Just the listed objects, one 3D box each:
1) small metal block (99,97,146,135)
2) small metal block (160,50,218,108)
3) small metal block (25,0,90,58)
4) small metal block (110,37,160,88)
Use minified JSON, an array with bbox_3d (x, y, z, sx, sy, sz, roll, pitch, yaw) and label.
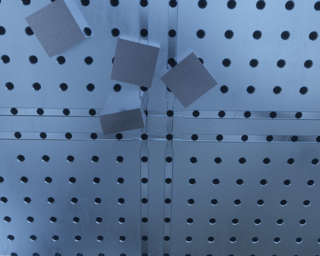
[{"bbox_3d":[-0.046,-0.016,0.394,0.050,0.050,0.025,-11,110,4],"label":"small metal block"},{"bbox_3d":[0.036,-0.062,0.391,0.050,0.025,0.050,-37,106,12],"label":"small metal block"},{"bbox_3d":[-0.120,-0.119,0.369,0.050,0.025,0.050,-26,108,9],"label":"small metal block"},{"bbox_3d":[-0.030,-0.081,0.383,0.050,0.025,0.050,12,110,-5],"label":"small metal block"}]
